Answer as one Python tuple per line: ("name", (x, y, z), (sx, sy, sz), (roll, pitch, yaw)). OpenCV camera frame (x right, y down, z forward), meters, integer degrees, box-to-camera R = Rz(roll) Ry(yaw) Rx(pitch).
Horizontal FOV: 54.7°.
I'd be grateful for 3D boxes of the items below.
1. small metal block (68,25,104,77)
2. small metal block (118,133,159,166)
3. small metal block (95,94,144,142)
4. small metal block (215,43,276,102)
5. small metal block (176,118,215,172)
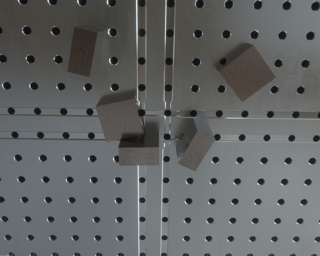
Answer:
("small metal block", (-0.086, -0.092, 0.365), (0.025, 0.050, 0.050), (13, 110, -5))
("small metal block", (-0.026, 0.027, 0.410), (0.050, 0.050, 0.025), (-1, 110, 0))
("small metal block", (-0.051, -0.013, 0.408), (0.050, 0.025, 0.050), (-12, 110, 4))
("small metal block", (0.107, -0.070, 0.389), (0.050, 0.025, 0.050), (-38, 106, 12))
("small metal block", (0.045, 0.021, 0.408), (0.025, 0.050, 0.050), (26, 108, -9))
